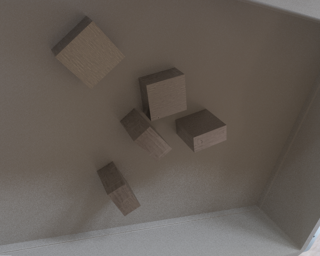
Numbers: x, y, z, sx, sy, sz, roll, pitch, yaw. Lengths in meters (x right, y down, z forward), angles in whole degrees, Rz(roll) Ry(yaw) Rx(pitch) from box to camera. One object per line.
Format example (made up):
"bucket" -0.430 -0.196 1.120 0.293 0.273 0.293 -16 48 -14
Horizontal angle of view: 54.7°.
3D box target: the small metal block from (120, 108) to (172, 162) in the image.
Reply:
"small metal block" -0.018 0.009 0.390 0.025 0.050 0.050 -43 130 1

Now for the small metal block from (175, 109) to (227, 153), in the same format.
"small metal block" 0.056 0.002 0.427 0.050 0.050 0.025 -20 126 -17

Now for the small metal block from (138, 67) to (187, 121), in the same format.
"small metal block" 0.004 -0.042 0.386 0.050 0.025 0.050 -19 126 -18

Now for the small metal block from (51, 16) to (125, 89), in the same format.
"small metal block" -0.074 -0.078 0.321 0.050 0.025 0.050 -44 130 2

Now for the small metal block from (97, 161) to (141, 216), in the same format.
"small metal block" -0.055 0.081 0.414 0.025 0.050 0.050 -32 129 -8
